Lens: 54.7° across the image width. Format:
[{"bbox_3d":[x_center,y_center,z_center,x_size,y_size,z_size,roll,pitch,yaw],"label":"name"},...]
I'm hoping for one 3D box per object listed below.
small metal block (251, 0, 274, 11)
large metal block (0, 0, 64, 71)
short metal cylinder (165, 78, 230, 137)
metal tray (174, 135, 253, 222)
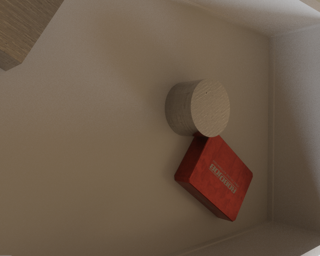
[{"bbox_3d":[0.188,-0.254,0.570,0.050,0.025,0.050,25,74,-38],"label":"small metal block"},{"bbox_3d":[-0.144,-0.109,0.270,0.080,0.050,0.080,37,67,-34],"label":"large metal block"},{"bbox_3d":[0.054,-0.028,0.438,0.081,0.050,0.079,0,90,-40],"label":"short metal cylinder"},{"bbox_3d":[0.088,0.075,0.480,0.130,0.030,0.090,44,63,-31],"label":"metal tray"}]
